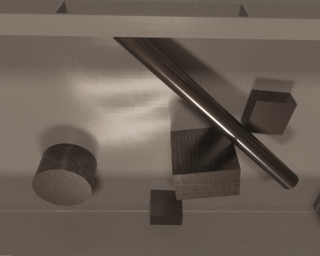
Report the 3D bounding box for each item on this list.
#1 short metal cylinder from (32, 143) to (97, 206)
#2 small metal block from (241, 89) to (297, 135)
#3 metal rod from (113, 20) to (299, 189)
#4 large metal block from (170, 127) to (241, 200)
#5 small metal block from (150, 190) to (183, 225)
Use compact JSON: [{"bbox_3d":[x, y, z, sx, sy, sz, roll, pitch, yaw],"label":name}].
[{"bbox_3d":[-0.136,0.068,0.449,0.081,0.050,0.079,0,130,0],"label":"short metal cylinder"},{"bbox_3d":[0.137,-0.019,0.395,0.050,0.025,0.050,5,130,-5],"label":"small metal block"},{"bbox_3d":[0.069,-0.015,0.373,0.301,0.025,0.025,39,120,-20],"label":"metal rod"},{"bbox_3d":[0.058,0.045,0.412,0.080,0.080,0.050,-6,130,4],"label":"large metal block"},{"bbox_3d":[0.010,0.128,0.502,0.050,0.050,0.025,2,130,-2],"label":"small metal block"}]
